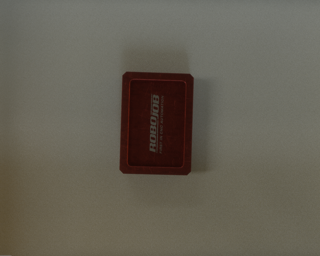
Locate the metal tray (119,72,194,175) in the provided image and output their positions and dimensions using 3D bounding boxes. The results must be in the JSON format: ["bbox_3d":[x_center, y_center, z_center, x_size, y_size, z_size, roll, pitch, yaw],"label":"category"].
[{"bbox_3d":[-0.004,-0.006,0.406,0.091,0.030,0.129,2,90,-1],"label":"metal tray"}]
